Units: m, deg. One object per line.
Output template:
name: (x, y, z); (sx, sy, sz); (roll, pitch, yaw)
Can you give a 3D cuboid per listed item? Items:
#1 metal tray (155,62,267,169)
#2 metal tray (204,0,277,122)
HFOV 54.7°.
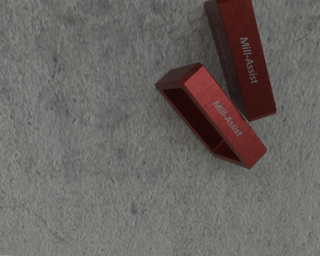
metal tray: (0.057, -0.014, 0.368); (0.030, 0.090, 0.130); (-44, 106, -10)
metal tray: (0.087, -0.082, 0.346); (0.030, 0.090, 0.129); (-19, 109, 6)
